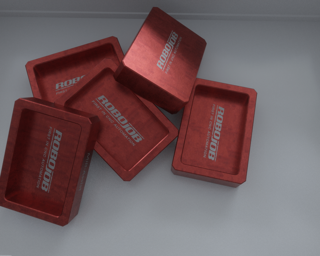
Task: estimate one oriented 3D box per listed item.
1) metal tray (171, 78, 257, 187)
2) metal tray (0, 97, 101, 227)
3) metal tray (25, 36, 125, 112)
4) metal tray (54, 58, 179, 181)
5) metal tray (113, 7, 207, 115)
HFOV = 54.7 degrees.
[{"bbox_3d":[0.071,0.004,0.405,0.090,0.030,0.130,12,70,4],"label":"metal tray"},{"bbox_3d":[-0.130,0.038,0.359,0.090,0.030,0.129,16,99,5],"label":"metal tray"},{"bbox_3d":[-0.107,-0.066,0.428,0.131,0.030,0.090,-19,71,-8],"label":"metal tray"},{"bbox_3d":[-0.052,-0.010,0.385,0.090,0.030,0.130,-43,91,-8],"label":"metal tray"},{"bbox_3d":[0.006,-0.091,0.402,0.090,0.030,0.130,31,51,-13],"label":"metal tray"}]
